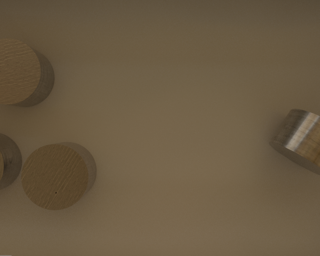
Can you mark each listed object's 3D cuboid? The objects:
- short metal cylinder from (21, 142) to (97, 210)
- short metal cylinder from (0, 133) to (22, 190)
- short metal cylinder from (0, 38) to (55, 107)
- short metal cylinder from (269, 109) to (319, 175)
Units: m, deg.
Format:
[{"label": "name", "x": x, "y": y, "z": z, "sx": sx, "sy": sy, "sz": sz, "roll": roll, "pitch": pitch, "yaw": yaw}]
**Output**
[{"label": "short metal cylinder", "x": -0.127, "y": 0.059, "z": 0.397, "sx": 0.081, "sy": 0.050, "sz": 0.079, "roll": 0, "pitch": 90, "yaw": -1}, {"label": "short metal cylinder", "x": -0.228, "y": 0.046, "z": 0.396, "sx": 0.081, "sy": 0.050, "sz": 0.079, "roll": 0, "pitch": 90, "yaw": -1}, {"label": "short metal cylinder", "x": -0.184, "y": -0.068, "z": 0.396, "sx": 0.081, "sy": 0.050, "sz": 0.079, "roll": 0, "pitch": 90, "yaw": -1}, {"label": "short metal cylinder", "x": 0.186, "y": 0.019, "z": 0.386, "sx": 0.080, "sy": 0.080, "sz": 0.050, "roll": 33, "pitch": 90, "yaw": -1}]
